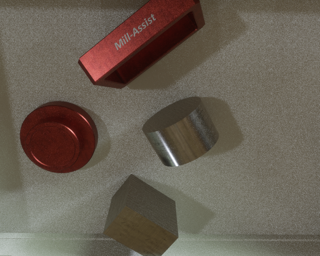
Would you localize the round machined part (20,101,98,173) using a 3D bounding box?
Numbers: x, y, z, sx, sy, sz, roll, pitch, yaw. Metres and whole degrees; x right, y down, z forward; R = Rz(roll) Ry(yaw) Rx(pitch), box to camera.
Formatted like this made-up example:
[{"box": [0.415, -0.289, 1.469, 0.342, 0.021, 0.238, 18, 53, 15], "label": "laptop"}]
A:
[{"box": [-0.135, 0.017, 0.407, 0.099, 0.042, 0.097, 0, 110, -1], "label": "round machined part"}]

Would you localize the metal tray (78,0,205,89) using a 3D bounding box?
[{"box": [-0.015, -0.095, 0.338, 0.130, 0.090, 0.030, -35, 87, 12], "label": "metal tray"}]

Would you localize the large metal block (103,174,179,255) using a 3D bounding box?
[{"box": [-0.024, 0.121, 0.426, 0.080, 0.080, 0.050, 35, 106, -12], "label": "large metal block"}]

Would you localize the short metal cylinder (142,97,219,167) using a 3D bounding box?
[{"box": [0.025, 0.003, 0.384, 0.080, 0.080, 0.050, -27, 108, 9], "label": "short metal cylinder"}]
